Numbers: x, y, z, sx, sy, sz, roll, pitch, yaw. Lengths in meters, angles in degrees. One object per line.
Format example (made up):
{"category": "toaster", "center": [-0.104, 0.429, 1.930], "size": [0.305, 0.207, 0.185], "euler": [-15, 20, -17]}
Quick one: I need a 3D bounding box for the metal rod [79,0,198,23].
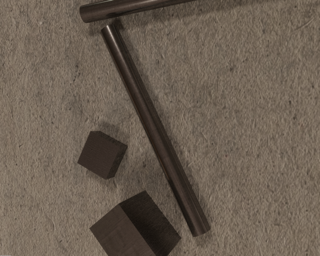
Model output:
{"category": "metal rod", "center": [0.033, -0.174, 0.396], "size": [0.301, 0.025, 0.025], "euler": [-4, 89, 19]}

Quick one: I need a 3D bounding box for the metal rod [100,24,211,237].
{"category": "metal rod", "center": [-0.009, -0.003, 0.411], "size": [0.025, 0.025, 0.299], "euler": [-27, 81, 17]}

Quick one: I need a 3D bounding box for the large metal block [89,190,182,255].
{"category": "large metal block", "center": [-0.027, 0.133, 0.388], "size": [0.050, 0.080, 0.080], "euler": [-42, 77, 15]}

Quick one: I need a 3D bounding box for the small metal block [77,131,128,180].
{"category": "small metal block", "center": [-0.081, 0.037, 0.436], "size": [0.050, 0.025, 0.050], "euler": [27, 99, 17]}
